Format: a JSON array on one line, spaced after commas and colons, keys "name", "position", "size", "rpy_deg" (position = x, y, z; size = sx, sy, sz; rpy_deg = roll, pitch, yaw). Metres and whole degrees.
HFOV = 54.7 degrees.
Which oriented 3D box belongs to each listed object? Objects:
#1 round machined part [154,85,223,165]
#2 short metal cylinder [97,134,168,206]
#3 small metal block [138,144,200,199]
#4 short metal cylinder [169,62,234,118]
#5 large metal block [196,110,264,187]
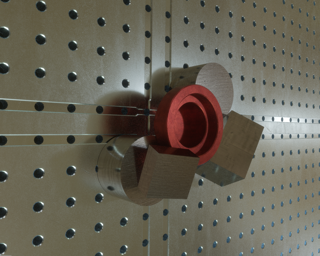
[{"name": "round machined part", "position": [0.031, -0.003, 0.386], "size": [0.099, 0.042, 0.097], "rpy_deg": [0, 90, -40]}, {"name": "short metal cylinder", "position": [-0.027, 0.048, 0.370], "size": [0.081, 0.050, 0.079], "rpy_deg": [0, 90, -40]}, {"name": "small metal block", "position": [0.009, 0.048, 0.335], "size": [0.050, 0.025, 0.050], "rpy_deg": [9, 104, -28]}, {"name": "short metal cylinder", "position": [0.060, -0.050, 0.443], "size": [0.081, 0.050, 0.079], "rpy_deg": [0, 90, -40]}, {"name": "large metal block", "position": [0.096, 0.032, 0.445], "size": [0.050, 0.080, 0.080], "rpy_deg": [28, 69, -1]}]
